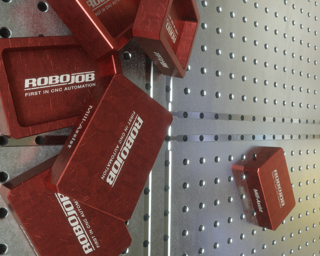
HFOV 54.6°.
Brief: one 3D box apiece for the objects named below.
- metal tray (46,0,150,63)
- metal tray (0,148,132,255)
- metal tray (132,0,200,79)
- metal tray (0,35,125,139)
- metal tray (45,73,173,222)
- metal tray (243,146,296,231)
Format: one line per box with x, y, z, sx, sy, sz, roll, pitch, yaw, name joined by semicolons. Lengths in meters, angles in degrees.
-0.053;-0.139;0.329;0.090;0.030;0.130;53;42;-20;metal tray
-0.093;0.095;0.328;0.091;0.030;0.129;-32;110;-35;metal tray
0.014;-0.122;0.366;0.130;0.030;0.090;32;73;-72;metal tray
-0.100;-0.047;0.321;0.131;0.030;0.090;-17;101;-39;metal tray
-0.047;0.020;0.326;0.090;0.030;0.130;36;68;-34;metal tray
0.207;0.111;0.578;0.091;0.030;0.129;-30;109;-36;metal tray
